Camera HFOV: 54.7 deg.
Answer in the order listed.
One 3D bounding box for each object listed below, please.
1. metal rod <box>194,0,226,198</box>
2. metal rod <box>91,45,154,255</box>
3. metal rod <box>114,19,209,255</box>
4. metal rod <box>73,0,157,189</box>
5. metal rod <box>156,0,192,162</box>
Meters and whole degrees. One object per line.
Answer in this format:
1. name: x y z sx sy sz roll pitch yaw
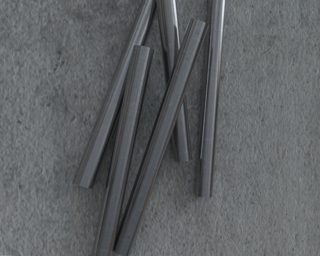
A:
1. metal rod: 0.072 -0.054 0.436 0.025 0.025 0.298 5 88 -20
2. metal rod: -0.049 0.050 0.378 0.025 0.025 0.298 11 91 -20
3. metal rod: -0.001 0.014 0.383 0.025 0.025 0.298 17 94 -20
4. metal rod: -0.044 -0.071 0.393 0.025 0.025 0.299 22 83 -19
5. metal rod: 0.014 -0.103 0.397 0.025 0.025 0.298 -10 100 -20
